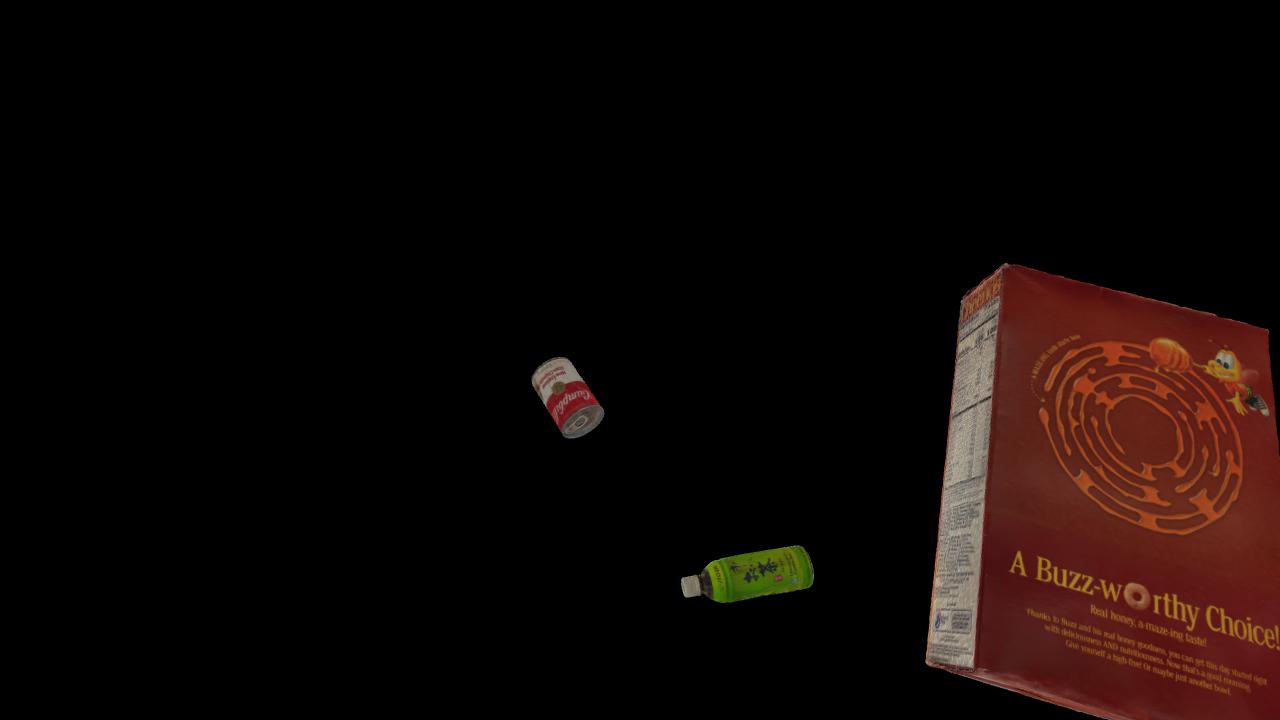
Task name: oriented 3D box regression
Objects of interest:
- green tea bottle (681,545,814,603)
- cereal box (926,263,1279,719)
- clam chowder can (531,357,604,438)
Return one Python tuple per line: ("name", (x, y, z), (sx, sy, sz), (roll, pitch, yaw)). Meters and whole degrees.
("green tea bottle", (0.172, 0.353, 1.003), (0.212, 0.073, 0.073), (-7, 1, -9))
("cereal box", (0.337, 0.094, 0.449), (0.203, 0.306, 0.081), (15, -22, 4))
("clam chowder can", (-0.105, 0.053, 0.884), (0.068, 0.068, 0.102), (0, 43, -45))
